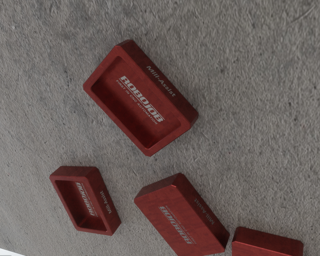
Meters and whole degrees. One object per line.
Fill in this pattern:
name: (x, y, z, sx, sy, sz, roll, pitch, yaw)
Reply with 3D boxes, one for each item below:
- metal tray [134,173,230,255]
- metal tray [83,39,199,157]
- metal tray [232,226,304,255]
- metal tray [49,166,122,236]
metal tray: (0.033, 0.137, 0.472, 0.090, 0.030, 0.130, -29, 103, 37)
metal tray: (-0.026, -0.034, 0.395, 0.130, 0.030, 0.090, 47, 129, -6)
metal tray: (0.153, 0.210, 0.453, 0.090, 0.030, 0.129, 7, 122, 24)
metal tray: (-0.132, 0.130, 0.553, 0.090, 0.030, 0.129, -3, 117, 29)
